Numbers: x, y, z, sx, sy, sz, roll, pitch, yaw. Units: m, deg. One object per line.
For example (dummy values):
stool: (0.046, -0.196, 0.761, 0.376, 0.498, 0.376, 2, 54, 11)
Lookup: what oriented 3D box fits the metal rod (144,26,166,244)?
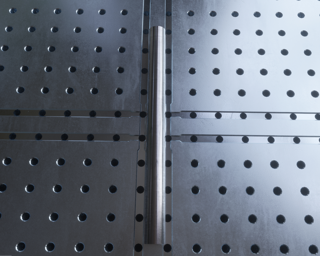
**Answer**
metal rod: (-0.005, -0.005, 0.413, 0.025, 0.025, 0.299, 0, 70, 0)
